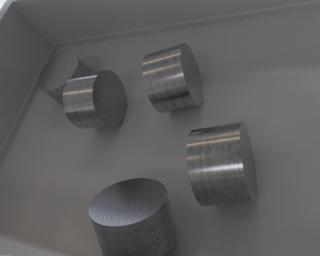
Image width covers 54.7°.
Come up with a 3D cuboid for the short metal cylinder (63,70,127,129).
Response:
[{"bbox_3d":[-0.091,-0.040,0.443,0.050,0.080,0.080,-4,60,26],"label":"short metal cylinder"}]

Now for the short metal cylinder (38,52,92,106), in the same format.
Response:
[{"bbox_3d":[-0.156,-0.081,0.521,0.080,0.050,0.080,-13,56,21],"label":"short metal cylinder"}]

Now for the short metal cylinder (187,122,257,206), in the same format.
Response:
[{"bbox_3d":[0.065,0.037,0.314,0.050,0.080,0.080,-10,57,23],"label":"short metal cylinder"}]

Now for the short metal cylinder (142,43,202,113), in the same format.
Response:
[{"bbox_3d":[0.018,-0.063,0.399,0.050,0.080,0.080,-11,57,22],"label":"short metal cylinder"}]

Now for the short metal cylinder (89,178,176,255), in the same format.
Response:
[{"bbox_3d":[-0.027,0.095,0.321,0.080,0.050,0.080,-10,21,4],"label":"short metal cylinder"}]
